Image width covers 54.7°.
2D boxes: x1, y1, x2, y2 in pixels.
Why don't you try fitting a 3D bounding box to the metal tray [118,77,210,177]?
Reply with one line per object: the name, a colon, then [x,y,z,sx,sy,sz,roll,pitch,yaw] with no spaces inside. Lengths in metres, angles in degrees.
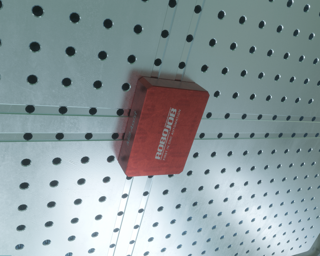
metal tray: [0.003,0.002,0.412,0.091,0.030,0.129,2,118,-30]
